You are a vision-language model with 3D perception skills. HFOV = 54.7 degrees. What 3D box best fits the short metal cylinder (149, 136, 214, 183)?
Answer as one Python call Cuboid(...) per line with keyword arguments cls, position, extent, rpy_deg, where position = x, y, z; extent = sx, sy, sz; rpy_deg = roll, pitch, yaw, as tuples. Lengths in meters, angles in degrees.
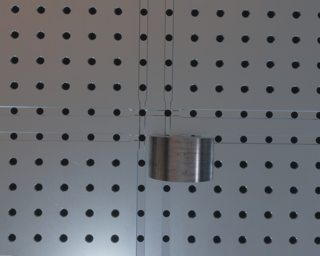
Cuboid(cls="short metal cylinder", position=(0.027, 0.036, 0.386), extent=(0.081, 0.080, 0.050), rpy_deg=(2, 90, -1))
